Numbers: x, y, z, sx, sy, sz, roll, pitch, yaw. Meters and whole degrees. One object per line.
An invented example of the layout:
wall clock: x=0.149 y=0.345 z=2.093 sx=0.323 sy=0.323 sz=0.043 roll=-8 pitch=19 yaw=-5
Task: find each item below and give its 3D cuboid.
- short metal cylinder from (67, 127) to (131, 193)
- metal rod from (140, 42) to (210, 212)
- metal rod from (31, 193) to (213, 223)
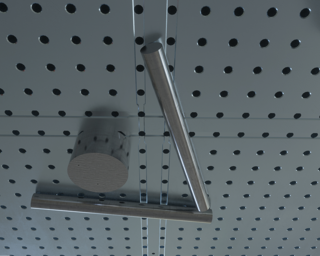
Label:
short metal cylinder: x=-0.083 y=0.045 z=0.433 sx=0.081 sy=0.050 sz=0.079 roll=0 pitch=130 yaw=0
metal rod: x=0.031 y=0.022 z=0.430 sx=0.025 sy=0.025 sz=0.299 roll=-13 pitch=129 yaw=10
metal rod: x=-0.060 y=0.137 z=0.527 sx=0.302 sy=0.025 sz=0.025 roll=7 pitch=130 yaw=-7
